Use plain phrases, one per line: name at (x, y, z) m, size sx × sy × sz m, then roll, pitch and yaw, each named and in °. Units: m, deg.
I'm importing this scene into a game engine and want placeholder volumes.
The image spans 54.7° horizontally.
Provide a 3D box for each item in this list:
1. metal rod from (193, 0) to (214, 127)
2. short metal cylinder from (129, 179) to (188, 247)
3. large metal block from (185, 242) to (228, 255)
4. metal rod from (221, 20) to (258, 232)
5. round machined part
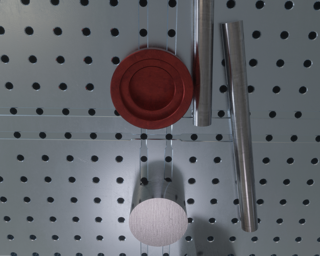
metal rod at (0.050, -0.146, 0.359) m, size 0.025 × 0.025 × 0.298 m, roll -2°, pitch 110°, yaw 1°
short metal cylinder at (-0.002, 0.121, 0.444) m, size 0.081 × 0.050 × 0.079 m, roll 0°, pitch 110°, yaw 0°
large metal block at (0.080, 0.234, 0.471) m, size 0.080 × 0.080 × 0.050 m, roll 25°, pitch 108°, yaw -9°
metal rod at (0.111, 0.012, 0.418) m, size 0.025 × 0.025 × 0.298 m, roll -9°, pitch 110°, yaw 3°
round machined part at (-0.009, -0.051, 0.385) m, size 0.099 × 0.042 × 0.097 m, roll 0°, pitch 110°, yaw 0°
